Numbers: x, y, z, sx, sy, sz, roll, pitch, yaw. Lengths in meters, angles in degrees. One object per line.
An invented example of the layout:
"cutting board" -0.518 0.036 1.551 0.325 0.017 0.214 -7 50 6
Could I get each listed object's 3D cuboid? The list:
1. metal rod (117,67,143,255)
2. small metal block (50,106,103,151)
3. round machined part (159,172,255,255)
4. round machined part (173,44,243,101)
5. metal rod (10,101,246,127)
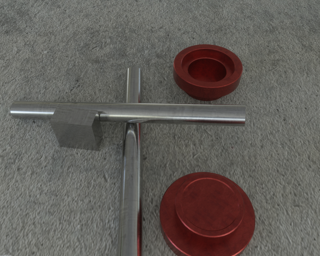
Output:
"metal rod" -0.034 0.031 0.377 0.025 0.025 0.300 -2 50 -2
"small metal block" -0.102 0.001 0.385 0.050 0.050 0.025 6 51 5
"round machined part" 0.049 0.087 0.320 0.099 0.042 0.098 0 50 0
"round machined part" 0.069 -0.078 0.458 0.099 0.042 0.098 0 50 0
"metal rod" -0.049 -0.019 0.387 0.301 0.025 0.025 2 50 14
